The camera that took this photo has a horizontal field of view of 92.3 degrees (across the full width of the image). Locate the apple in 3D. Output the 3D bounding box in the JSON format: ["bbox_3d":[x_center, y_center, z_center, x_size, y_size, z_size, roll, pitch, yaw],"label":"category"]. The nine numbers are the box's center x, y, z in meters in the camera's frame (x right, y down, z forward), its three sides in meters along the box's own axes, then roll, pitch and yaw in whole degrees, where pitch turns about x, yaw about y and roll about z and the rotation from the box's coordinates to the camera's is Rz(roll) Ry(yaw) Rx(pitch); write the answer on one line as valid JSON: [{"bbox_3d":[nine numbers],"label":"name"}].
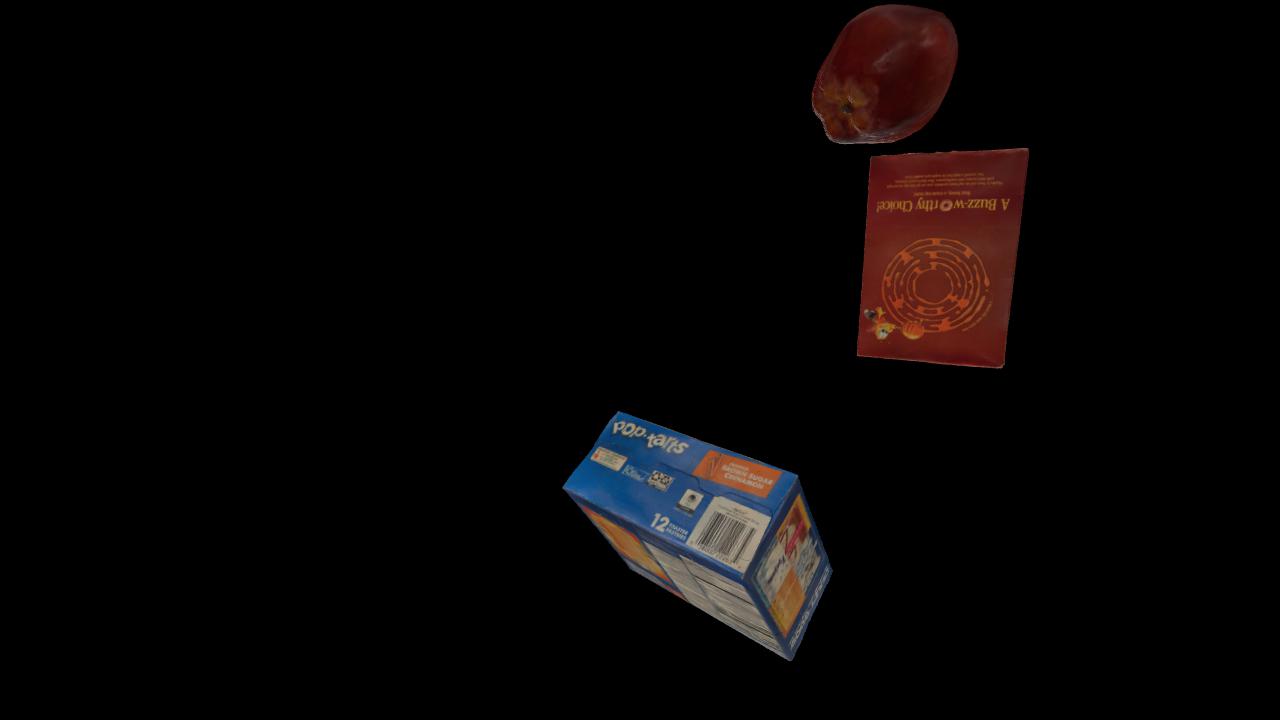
[{"bbox_3d":[0.148,-0.171,0.372,0.093,0.079,0.079,-37,19,-28],"label":"apple"}]

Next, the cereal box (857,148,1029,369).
[{"bbox_3d":[0.439,-0.147,0.912,0.203,0.306,0.081,5,15,27],"label":"cereal box"}]

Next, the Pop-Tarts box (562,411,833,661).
[{"bbox_3d":[0.047,0.132,0.479,0.167,0.083,0.141,16,-34,41],"label":"Pop-Tarts box"}]
